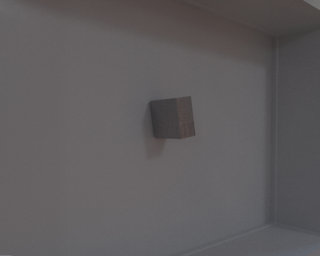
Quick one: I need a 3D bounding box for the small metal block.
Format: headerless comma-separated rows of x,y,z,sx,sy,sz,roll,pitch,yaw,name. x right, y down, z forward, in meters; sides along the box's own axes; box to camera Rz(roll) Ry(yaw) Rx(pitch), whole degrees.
0.016,-0.013,0.398,0.025,0.050,0.050,-11,97,-39,small metal block
